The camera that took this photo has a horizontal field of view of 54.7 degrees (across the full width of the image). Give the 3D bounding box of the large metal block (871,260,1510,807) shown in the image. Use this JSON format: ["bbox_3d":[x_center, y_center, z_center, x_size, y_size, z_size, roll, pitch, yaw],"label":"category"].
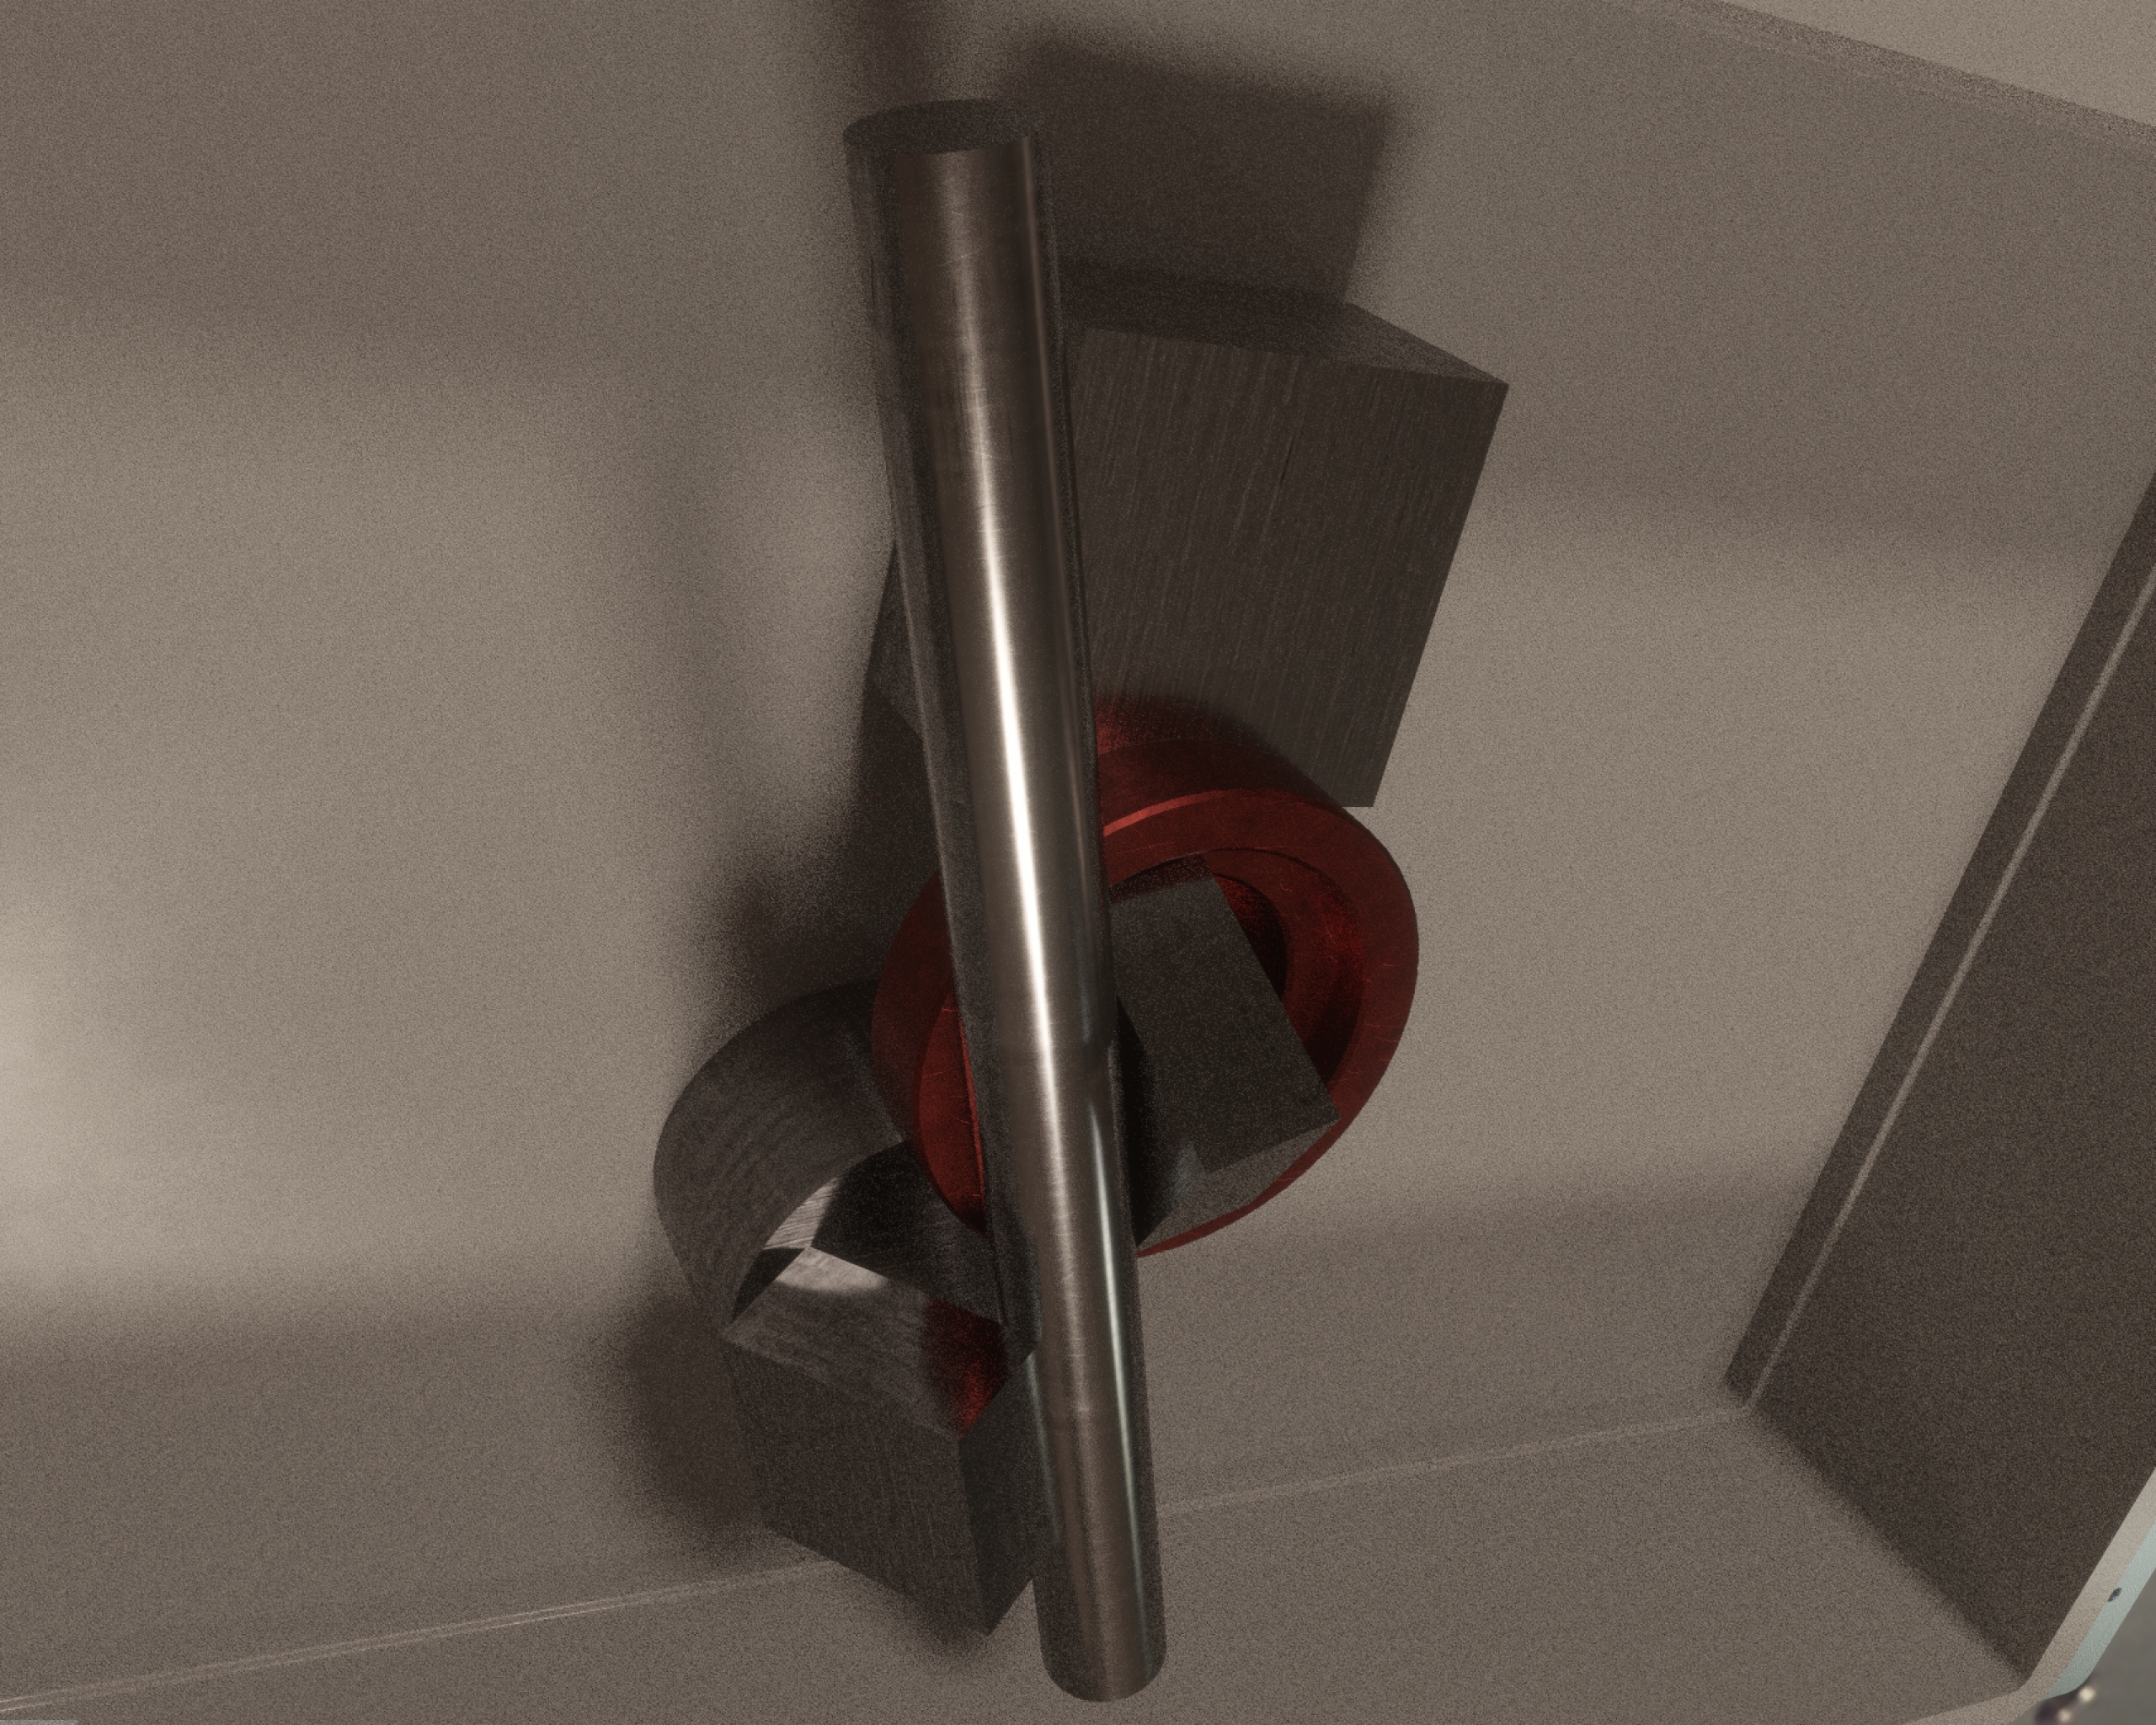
[{"bbox_3d":[0.017,-0.057,0.365,0.081,0.050,0.079,0,119,-29],"label":"large metal block"}]

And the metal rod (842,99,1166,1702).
[{"bbox_3d":[-0.005,0.034,0.336,0.025,0.025,0.298,-18,126,-19],"label":"metal rod"}]

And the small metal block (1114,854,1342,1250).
[{"bbox_3d":[0.015,0.034,0.359,0.025,0.050,0.050,-19,161,-22],"label":"small metal block"}]

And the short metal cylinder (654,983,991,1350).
[{"bbox_3d":[-0.038,0.071,0.416,0.081,0.050,0.079,-14,125,-21],"label":"short metal cylinder"}]

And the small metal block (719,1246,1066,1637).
[{"bbox_3d":[-0.032,0.102,0.370,0.025,0.050,0.050,-44,139,-44],"label":"small metal block"}]

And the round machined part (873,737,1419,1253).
[{"bbox_3d":[0.009,0.021,0.377,0.099,0.042,0.097,-14,125,-21],"label":"round machined part"}]
